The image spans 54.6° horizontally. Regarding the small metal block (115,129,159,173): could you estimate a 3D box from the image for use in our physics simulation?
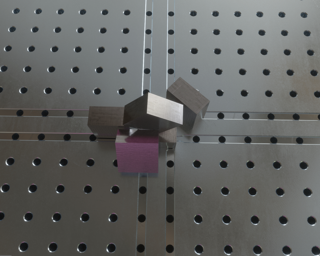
[{"bbox_3d":[-0.027,0.029,0.385,0.050,0.050,0.025,1,38,0],"label":"small metal block"}]

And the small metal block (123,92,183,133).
[{"bbox_3d":[-0.008,-0.015,0.367,0.050,0.050,0.025,16,66,-34],"label":"small metal block"}]

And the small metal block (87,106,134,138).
[{"bbox_3d":[-0.062,-0.006,0.400,0.050,0.050,0.025,1,71,1],"label":"small metal block"}]

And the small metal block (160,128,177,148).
[{"bbox_3d":[-0.004,-0.001,0.412,0.050,0.025,0.050,2,70,0],"label":"small metal block"}]

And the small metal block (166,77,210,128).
[{"bbox_3d":[0.035,-0.032,0.411,0.050,0.050,0.025,41,75,13],"label":"small metal block"}]
